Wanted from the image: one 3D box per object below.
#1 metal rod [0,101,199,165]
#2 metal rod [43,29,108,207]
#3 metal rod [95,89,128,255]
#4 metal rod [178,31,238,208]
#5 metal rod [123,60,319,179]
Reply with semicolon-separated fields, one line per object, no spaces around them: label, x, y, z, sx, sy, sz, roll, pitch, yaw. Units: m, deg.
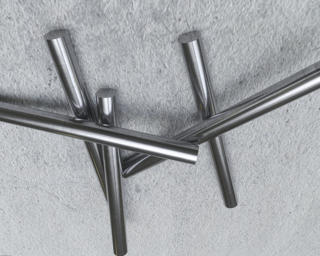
metal rod;-0.104;0.000;0.372;0.302;0.025;0.025;12;130;2
metal rod;-0.091;0.015;0.419;0.025;0.025;0.298;-5;130;4
metal rod;-0.066;0.084;0.450;0.025;0.025;0.298;0;123;-1
metal rod;0.074;0.013;0.418;0.025;0.025;0.299;-13;129;11
metal rod;0.056;0.003;0.377;0.299;0.025;0.025;-29;125;34
